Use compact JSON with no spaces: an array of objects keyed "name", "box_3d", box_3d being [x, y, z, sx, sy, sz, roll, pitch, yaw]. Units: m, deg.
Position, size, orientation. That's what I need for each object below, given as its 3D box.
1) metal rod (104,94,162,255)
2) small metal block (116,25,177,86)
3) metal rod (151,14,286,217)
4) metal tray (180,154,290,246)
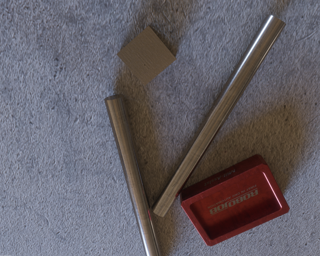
[{"name":"metal rod","box_3d":[-0.030,0.098,0.445,0.025,0.025,0.298,-10,110,4]},{"name":"small metal block","box_3d":[-0.016,-0.088,0.377,0.050,0.025,0.050,-39,106,13]},{"name":"metal rod","box_3d":[0.068,-0.003,0.409,0.025,0.025,0.298,26,108,-9]},{"name":"metal tray","box_3d":[0.106,0.106,0.446,0.130,0.030,0.090,-28,108,9]}]
